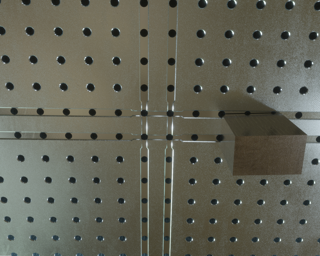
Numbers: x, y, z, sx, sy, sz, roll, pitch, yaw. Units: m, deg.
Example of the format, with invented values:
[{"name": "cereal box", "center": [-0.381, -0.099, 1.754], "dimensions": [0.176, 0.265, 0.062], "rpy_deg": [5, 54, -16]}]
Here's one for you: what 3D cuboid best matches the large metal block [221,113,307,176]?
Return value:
[{"name": "large metal block", "center": [0.125, 0.018, 0.391], "dimensions": [0.080, 0.080, 0.050], "rpy_deg": [-1, 110, 0]}]
